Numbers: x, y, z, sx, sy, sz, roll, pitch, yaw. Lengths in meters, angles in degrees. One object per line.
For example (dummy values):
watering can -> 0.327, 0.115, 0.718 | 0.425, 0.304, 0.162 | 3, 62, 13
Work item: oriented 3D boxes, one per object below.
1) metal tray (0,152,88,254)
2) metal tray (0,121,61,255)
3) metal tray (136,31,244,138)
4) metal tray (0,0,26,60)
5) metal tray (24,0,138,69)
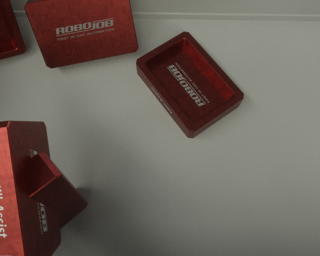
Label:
metal tray -> -0.131, 0.084, 0.317 | 0.090, 0.130, 0.030 | -38, 71, -18
metal tray -> -0.125, 0.060, 0.281 | 0.030, 0.090, 0.129 | -8, 91, -2
metal tray -> 0.039, -0.062, 0.429 | 0.090, 0.030, 0.130 | -34, 74, -12
metal tray -> -0.238, -0.146, 0.395 | 0.091, 0.129, 0.030 | -23, 52, -22
metal tray -> -0.102, -0.140, 0.424 | 0.131, 0.089, 0.030 | -13, 36, -5
